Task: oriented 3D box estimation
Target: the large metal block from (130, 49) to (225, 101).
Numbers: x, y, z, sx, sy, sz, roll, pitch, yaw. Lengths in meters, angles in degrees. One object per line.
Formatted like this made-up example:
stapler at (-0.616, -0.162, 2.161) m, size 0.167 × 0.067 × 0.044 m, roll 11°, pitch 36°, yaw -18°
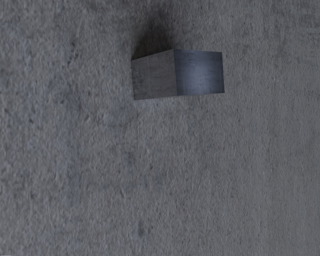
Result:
large metal block at (0.021, -0.064, 0.386) m, size 0.081 × 0.080 × 0.050 m, roll -8°, pitch 96°, yaw -40°
